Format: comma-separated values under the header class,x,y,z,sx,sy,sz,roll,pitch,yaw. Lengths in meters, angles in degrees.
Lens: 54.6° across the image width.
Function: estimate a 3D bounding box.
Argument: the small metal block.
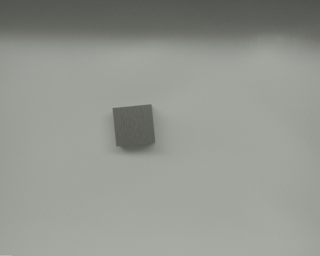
class,x,y,z,sx,sy,sz,roll,pitch,yaw
small metal block,-0.034,-0.003,0.411,0.050,0.025,0.050,-6,90,0
